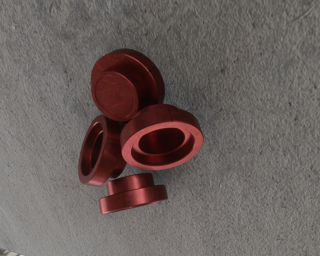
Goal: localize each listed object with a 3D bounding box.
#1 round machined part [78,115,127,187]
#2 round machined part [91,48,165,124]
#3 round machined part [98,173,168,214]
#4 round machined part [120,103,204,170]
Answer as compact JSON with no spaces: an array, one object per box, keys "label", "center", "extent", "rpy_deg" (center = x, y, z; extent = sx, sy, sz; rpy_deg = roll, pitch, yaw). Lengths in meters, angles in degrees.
[{"label":"round machined part","center":[-0.076,0.034,0.433],"extent":[0.042,0.098,0.097],"rpy_deg":[18,136,-29]},{"label":"round machined part","center":[-0.047,-0.047,0.392],"extent":[0.098,0.042,0.097],"rpy_deg":[13,124,21]},{"label":"round machined part","center":[-0.040,0.093,0.450],"extent":[0.098,0.099,0.042],"rpy_deg":[-24,72,37]},{"label":"round machined part","center":[0.000,0.008,0.380],"extent":[0.099,0.042,0.097],"rpy_deg":[-8,142,-7]}]
